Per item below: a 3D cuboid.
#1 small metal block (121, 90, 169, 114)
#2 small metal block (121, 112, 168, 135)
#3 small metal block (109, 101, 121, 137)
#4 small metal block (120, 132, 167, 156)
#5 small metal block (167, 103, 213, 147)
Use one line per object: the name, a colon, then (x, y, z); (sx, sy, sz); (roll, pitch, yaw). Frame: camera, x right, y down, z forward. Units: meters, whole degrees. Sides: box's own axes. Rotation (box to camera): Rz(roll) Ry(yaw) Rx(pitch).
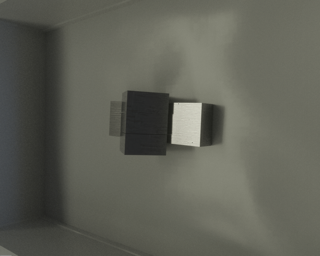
small metal block: (-0.020, -0.031, 0.389); (0.050, 0.050, 0.025); (-169, 81, -76)
small metal block: (-0.021, -0.006, 0.391); (0.050, 0.050, 0.025); (-172, 84, -76)
small metal block: (-0.045, -0.012, 0.440); (0.050, 0.025, 0.050); (5, 93, 39)
small metal block: (-0.023, 0.019, 0.392); (0.050, 0.050, 0.025); (-172, 84, -76)
small metal block: (0.035, -0.005, 0.375); (0.050, 0.025, 0.050); (4, 93, 39)
